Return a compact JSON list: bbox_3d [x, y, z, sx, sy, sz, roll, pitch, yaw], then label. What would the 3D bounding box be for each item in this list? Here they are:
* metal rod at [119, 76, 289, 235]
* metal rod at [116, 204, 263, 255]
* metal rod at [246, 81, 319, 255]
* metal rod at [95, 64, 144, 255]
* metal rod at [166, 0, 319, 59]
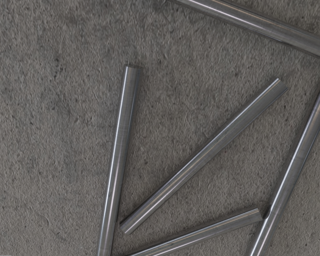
[{"bbox_3d":[0.051,0.046,0.426,0.025,0.025,0.299,41,105,-14],"label":"metal rod"},{"bbox_3d":[0.009,0.182,0.476,0.301,0.025,0.025,-23,109,8],"label":"metal rod"},{"bbox_3d":[0.179,0.080,0.440,0.025,0.025,0.298,13,110,-5],"label":"metal rod"},{"bbox_3d":[-0.060,0.061,0.431,0.025,0.025,0.298,10,110,-4],"label":"metal rod"},{"bbox_3d":[0.084,-0.134,0.361,0.302,0.025,0.025,18,109,-7],"label":"metal rod"}]
